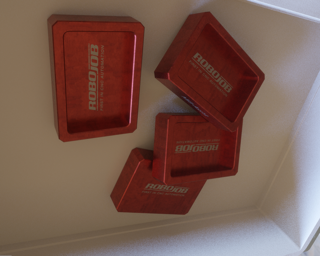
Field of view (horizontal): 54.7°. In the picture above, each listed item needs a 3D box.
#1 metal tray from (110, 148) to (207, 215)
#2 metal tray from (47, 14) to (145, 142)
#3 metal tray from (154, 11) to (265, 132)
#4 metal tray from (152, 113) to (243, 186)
[{"bbox_3d":[0.003,0.083,0.461,0.131,0.030,0.089,13,111,-34],"label":"metal tray"},{"bbox_3d":[-0.068,-0.052,0.336,0.091,0.030,0.129,-8,122,-25],"label":"metal tray"},{"bbox_3d":[0.066,-0.064,0.379,0.130,0.030,0.090,35,82,-33],"label":"metal tray"},{"bbox_3d":[0.055,0.025,0.428,0.131,0.030,0.089,-1,99,-33],"label":"metal tray"}]
